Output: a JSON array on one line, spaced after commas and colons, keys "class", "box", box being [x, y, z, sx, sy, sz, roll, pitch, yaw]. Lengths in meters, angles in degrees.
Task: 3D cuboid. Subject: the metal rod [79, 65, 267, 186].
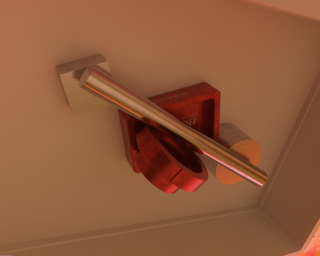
[{"class": "metal rod", "box": [0.038, 0.012, 0.384, 0.301, 0.025, 0.025, 30, 102, -32]}]

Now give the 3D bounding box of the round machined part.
[{"class": "round machined part", "box": [0.008, 0.040, 0.374, 0.098, 0.098, 0.042, 31, 109, -38]}]

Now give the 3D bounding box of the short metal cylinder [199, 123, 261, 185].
[{"class": "short metal cylinder", "box": [0.106, 0.040, 0.475, 0.081, 0.050, 0.079, -14, 125, -21]}]

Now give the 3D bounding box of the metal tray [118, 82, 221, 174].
[{"class": "metal tray", "box": [0.017, -0.001, 0.413, 0.131, 0.030, 0.089, -18, 126, -19]}]

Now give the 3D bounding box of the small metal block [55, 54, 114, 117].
[{"class": "small metal block", "box": [-0.079, -0.047, 0.336, 0.050, 0.025, 0.050, -20, 127, -17]}]
